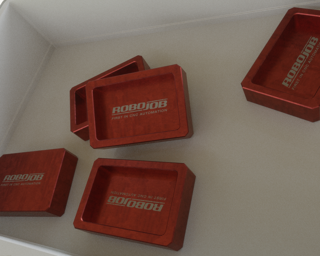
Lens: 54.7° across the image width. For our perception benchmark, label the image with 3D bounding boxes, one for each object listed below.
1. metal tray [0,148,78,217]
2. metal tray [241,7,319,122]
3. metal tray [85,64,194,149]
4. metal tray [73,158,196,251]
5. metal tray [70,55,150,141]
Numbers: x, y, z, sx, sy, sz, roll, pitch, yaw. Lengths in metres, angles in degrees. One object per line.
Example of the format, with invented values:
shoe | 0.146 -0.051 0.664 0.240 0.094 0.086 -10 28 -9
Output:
metal tray | -0.189 0.080 0.450 0.130 0.030 0.090 -7 59 24
metal tray | 0.167 -0.079 0.362 0.090 0.030 0.130 26 75 36
metal tray | -0.028 -0.024 0.399 0.130 0.030 0.090 -8 82 16
metal tray | -0.031 0.085 0.364 0.130 0.030 0.090 0 62 28
metal tray | -0.072 -0.045 0.466 0.130 0.030 0.090 -23 53 14
